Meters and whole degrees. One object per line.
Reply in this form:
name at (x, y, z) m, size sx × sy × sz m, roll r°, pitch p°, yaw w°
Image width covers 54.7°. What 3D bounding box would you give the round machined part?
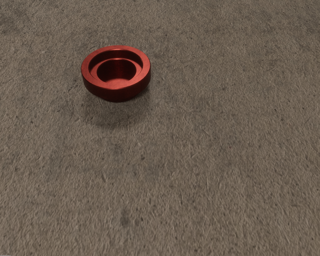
round machined part at (-0.062, -0.075, 0.455) m, size 0.099 × 0.042 × 0.098 m, roll 0°, pitch 50°, yaw 0°
